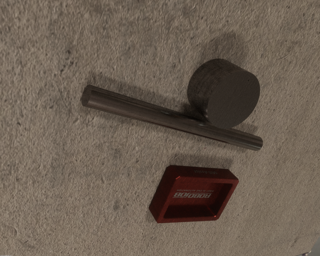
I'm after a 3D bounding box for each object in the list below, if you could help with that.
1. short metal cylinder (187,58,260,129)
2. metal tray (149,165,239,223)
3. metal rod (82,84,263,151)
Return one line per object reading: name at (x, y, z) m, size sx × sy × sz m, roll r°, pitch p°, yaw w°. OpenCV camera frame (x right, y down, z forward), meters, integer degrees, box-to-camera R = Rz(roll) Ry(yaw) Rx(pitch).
short metal cylinder at (0.083, -0.046, 0.410) m, size 0.081 × 0.050 × 0.079 m, roll -14°, pitch 125°, yaw -21°
metal tray at (0.057, 0.109, 0.503) m, size 0.131 × 0.030 × 0.089 m, roll 9°, pitch 114°, yaw -33°
metal rod at (0.039, -0.005, 0.426) m, size 0.302 × 0.025 × 0.025 m, roll 14°, pitch 111°, yaw -35°
